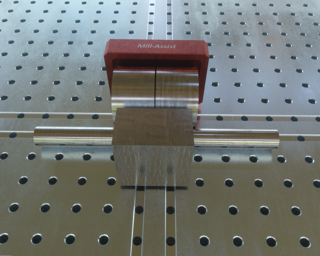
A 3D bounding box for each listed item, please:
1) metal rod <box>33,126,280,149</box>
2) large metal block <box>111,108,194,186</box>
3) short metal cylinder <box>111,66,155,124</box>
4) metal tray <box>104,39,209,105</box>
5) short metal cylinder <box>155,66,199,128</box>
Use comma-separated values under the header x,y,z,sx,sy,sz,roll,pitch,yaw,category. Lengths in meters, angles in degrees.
x,y,z,sx,sy,sz,roll,pitch,yaw,category
-0.004,0.012,0.392,0.302,0.025,0.025,1,50,0,metal rod
-0.006,0.023,0.347,0.081,0.080,0.050,1,50,0,large metal block
-0.031,-0.040,0.401,0.050,0.080,0.080,1,50,0,short metal cylinder
-0.004,-0.074,0.423,0.131,0.089,0.030,1,50,0,metal tray
0.021,-0.039,0.401,0.050,0.080,0.080,1,50,1,short metal cylinder
